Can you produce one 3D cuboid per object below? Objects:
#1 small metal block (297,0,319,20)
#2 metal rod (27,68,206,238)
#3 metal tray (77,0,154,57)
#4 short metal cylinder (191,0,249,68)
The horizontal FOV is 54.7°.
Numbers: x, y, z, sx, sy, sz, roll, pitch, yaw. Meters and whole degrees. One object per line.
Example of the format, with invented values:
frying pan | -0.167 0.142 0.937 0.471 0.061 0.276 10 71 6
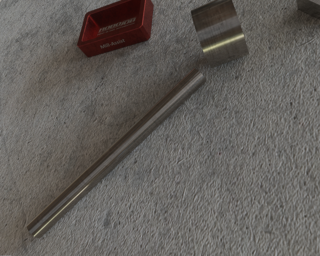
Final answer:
small metal block | 0.213 -0.168 0.395 0.050 0.025 0.050 -39 51 1
metal rod | -0.055 0.031 0.411 0.300 0.025 0.025 -43 51 -2
metal tray | -0.079 -0.183 0.551 0.130 0.030 0.090 -10 58 22
short metal cylinder | 0.079 -0.125 0.403 0.050 0.080 0.080 -19 55 17
